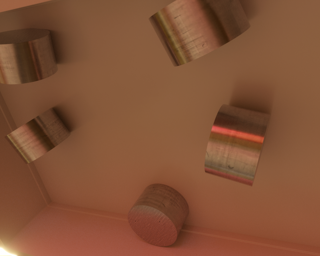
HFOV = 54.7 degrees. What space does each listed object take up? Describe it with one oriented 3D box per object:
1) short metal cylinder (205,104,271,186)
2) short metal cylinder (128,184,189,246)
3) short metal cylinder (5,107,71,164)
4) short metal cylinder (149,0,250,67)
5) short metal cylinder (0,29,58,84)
[{"bbox_3d":[0.086,0.018,0.339,0.050,0.080,0.079,15,124,20],"label":"short metal cylinder"},{"bbox_3d":[-0.002,0.133,0.474,0.080,0.050,0.079,13,124,20],"label":"short metal cylinder"},{"bbox_3d":[-0.186,0.011,0.475,0.080,0.080,0.050,-22,106,36],"label":"short metal cylinder"},{"bbox_3d":[0.037,-0.100,0.291,0.080,0.080,0.050,-19,109,35],"label":"short metal cylinder"},{"bbox_3d":[-0.181,-0.096,0.407,0.080,0.080,0.050,11,123,22],"label":"short metal cylinder"}]
